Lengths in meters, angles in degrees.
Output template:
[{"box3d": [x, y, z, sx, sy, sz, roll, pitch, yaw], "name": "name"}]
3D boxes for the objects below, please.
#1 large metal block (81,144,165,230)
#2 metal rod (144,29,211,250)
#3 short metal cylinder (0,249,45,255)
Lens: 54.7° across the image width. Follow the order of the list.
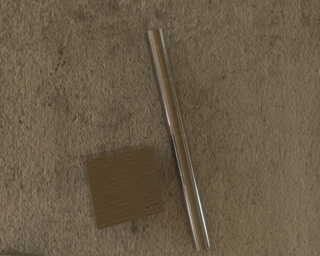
[{"box3d": [-0.047, 0.068, 0.379, 0.081, 0.050, 0.080, -10, 94, -20], "name": "large metal block"}, {"box3d": [0.025, 0.019, 0.418, 0.025, 0.025, 0.298, -15, 95, -20], "name": "metal rod"}, {"box3d": [-0.154, 0.173, 0.324, 0.050, 0.080, 0.080, 20, 84, -19], "name": "short metal cylinder"}]
